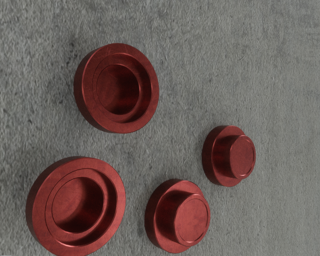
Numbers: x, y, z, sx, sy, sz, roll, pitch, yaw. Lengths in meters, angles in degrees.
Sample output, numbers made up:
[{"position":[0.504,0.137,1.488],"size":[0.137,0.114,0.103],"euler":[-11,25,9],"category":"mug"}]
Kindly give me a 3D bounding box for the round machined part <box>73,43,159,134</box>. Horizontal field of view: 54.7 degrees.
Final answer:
[{"position":[-0.052,-0.043,0.350],"size":[0.099,0.042,0.097],"euler":[0,90,-40],"category":"round machined part"}]

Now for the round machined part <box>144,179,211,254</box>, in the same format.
[{"position":[0.030,0.120,0.419],"size":[0.099,0.042,0.097],"euler":[0,90,-40],"category":"round machined part"}]

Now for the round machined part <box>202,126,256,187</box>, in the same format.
[{"position":[0.115,0.045,0.490],"size":[0.099,0.042,0.097],"euler":[0,90,-40],"category":"round machined part"}]

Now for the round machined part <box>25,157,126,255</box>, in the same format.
[{"position":[-0.088,0.078,0.320],"size":[0.099,0.042,0.097],"euler":[0,90,-40],"category":"round machined part"}]
